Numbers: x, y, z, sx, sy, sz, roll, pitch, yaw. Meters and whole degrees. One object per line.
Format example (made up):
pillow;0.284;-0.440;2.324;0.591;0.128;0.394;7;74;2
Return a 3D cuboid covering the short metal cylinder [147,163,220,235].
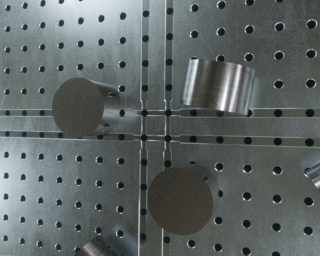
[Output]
short metal cylinder;0.031;0.086;0.388;0.080;0.050;0.079;0;90;19

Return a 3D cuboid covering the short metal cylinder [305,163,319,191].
short metal cylinder;0.195;0.065;0.315;0.050;0.080;0.080;-36;79;16

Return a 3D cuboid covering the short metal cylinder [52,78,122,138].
short metal cylinder;-0.101;-0.027;0.434;0.080;0.050;0.079;0;90;19

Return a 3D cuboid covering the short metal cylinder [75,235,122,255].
short metal cylinder;-0.090;0.193;0.414;0.050;0.080;0.080;39;102;15

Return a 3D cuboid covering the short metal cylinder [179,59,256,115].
short metal cylinder;0.066;-0.046;0.360;0.080;0.080;0.050;11;94;19
